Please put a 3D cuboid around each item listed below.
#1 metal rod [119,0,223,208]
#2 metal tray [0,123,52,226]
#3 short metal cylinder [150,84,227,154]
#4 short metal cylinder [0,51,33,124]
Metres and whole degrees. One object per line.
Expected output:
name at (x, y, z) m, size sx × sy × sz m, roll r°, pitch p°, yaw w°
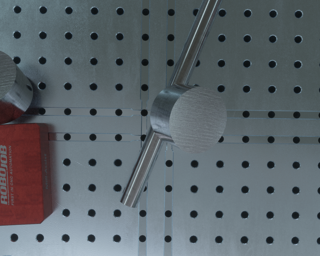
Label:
metal rod at (0.015, -0.037, 0.413) m, size 0.025 × 0.025 × 0.299 m, roll 23°, pitch 90°, yaw 0°
metal tray at (-0.196, 0.060, 0.409) m, size 0.091 × 0.030 × 0.129 m, roll -3°, pitch 90°, yaw 0°
short metal cylinder at (0.035, -0.013, 0.385) m, size 0.081 × 0.050 × 0.079 m, roll -6°, pitch 104°, yaw -26°
short metal cylinder at (-0.209, -0.050, 0.386) m, size 0.080 × 0.050 × 0.080 m, roll 0°, pitch 68°, yaw 1°
